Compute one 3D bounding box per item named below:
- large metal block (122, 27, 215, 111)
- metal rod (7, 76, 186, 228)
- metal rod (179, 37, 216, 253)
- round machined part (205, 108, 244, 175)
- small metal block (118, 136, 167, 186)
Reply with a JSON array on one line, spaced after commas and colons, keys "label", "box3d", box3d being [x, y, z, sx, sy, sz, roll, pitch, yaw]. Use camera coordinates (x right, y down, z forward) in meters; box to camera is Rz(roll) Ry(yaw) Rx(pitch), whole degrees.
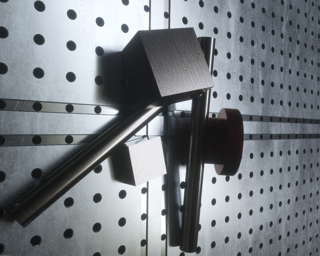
[{"label": "large metal block", "box3d": [0.010, -0.074, 0.383, 0.081, 0.050, 0.080, -15, 83, -32]}, {"label": "metal rod", "box3d": [-0.042, 0.002, 0.375, 0.302, 0.025, 0.025, -42, 116, -32]}, {"label": "metal rod", "box3d": [0.052, 0.026, 0.434, 0.025, 0.025, 0.298, 0, 96, -40]}, {"label": "round machined part", "box3d": [0.087, 0.019, 0.450, 0.042, 0.098, 0.097, 4, 87, -1]}, {"label": "small metal block", "box3d": [-0.022, 0.040, 0.393, 0.050, 0.025, 0.050, -16, 101, -39]}]
